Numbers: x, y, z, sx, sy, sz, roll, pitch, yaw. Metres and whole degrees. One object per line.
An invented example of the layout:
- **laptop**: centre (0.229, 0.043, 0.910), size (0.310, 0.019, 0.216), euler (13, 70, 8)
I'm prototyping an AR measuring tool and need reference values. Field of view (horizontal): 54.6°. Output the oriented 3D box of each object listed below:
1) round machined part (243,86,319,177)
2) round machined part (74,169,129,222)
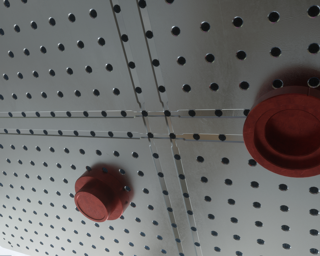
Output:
- **round machined part**: centre (0.141, 0.001, 0.326), size (0.098, 0.042, 0.097), euler (13, 124, 21)
- **round machined part**: centre (-0.107, 0.123, 0.533), size (0.098, 0.042, 0.097), euler (13, 124, 21)
